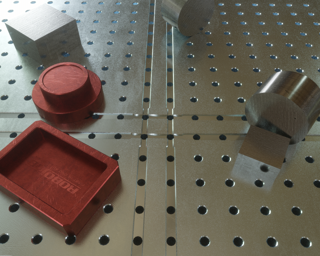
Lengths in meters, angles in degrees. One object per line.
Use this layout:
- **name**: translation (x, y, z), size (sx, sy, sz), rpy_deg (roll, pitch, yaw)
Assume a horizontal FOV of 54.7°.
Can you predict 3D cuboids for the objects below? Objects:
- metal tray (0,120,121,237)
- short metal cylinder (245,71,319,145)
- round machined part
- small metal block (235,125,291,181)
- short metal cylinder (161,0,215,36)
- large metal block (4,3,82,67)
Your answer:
- **metal tray**: translation (-0.123, 0.052, 0.359), size (0.130, 0.030, 0.090), rpy_deg (25, 54, 19)
- **short metal cylinder**: translation (0.157, -0.025, 0.394), size (0.080, 0.080, 0.050), rpy_deg (32, 57, 24)
- **round machined part**: translation (-0.133, -0.057, 0.444), size (0.099, 0.042, 0.098), rpy_deg (0, 50, 0)
- **small metal block**: translation (0.127, 0.029, 0.384), size (0.050, 0.025, 0.050), rpy_deg (22, 53, 17)
- **short metal cylinder**: translation (0.049, -0.212, 0.550), size (0.081, 0.080, 0.050), rpy_deg (-28, 55, -21)
- **large metal block**: translation (-0.195, -0.159, 0.524), size (0.080, 0.050, 0.080), rpy_deg (32, 57, 24)
